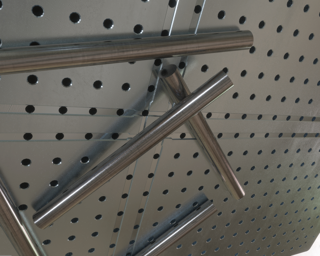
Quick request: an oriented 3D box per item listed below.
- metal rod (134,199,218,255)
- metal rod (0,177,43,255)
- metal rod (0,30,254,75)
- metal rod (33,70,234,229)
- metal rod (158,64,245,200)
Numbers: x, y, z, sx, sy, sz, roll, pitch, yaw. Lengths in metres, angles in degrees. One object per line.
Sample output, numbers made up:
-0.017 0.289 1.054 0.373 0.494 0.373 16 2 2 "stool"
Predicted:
-0.027 0.224 0.536 0.301 0.025 0.025 -36 129 -5 "metal rod"
-0.181 0.138 0.398 0.025 0.025 0.298 -20 126 -17 "metal rod"
-0.023 -0.088 0.345 0.303 0.025 0.025 -11 123 -23 "metal rod"
-0.037 0.030 0.390 0.300 0.025 0.025 -37 130 4 "metal rod"
0.076 0.025 0.470 0.025 0.025 0.300 -38 130 -3 "metal rod"
